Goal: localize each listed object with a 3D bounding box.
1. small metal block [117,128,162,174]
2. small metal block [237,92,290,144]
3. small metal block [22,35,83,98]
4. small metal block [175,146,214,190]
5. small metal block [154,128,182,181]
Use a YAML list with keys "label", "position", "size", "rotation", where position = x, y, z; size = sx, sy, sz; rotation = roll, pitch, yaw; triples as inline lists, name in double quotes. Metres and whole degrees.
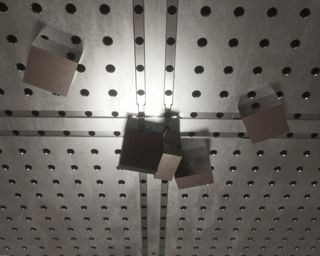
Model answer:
- label: "small metal block"
  position: [-0.027, 0.032, 0.419]
  size: [0.050, 0.050, 0.025]
  rotation: [11, 159, -10]
- label: "small metal block"
  position: [0.136, -0.012, 0.404]
  size: [0.050, 0.025, 0.050]
  rotation: [-21, 127, 17]
- label: "small metal block"
  position: [-0.122, -0.069, 0.351]
  size: [0.050, 0.025, 0.050]
  rotation: [20, 127, -17]
- label: "small metal block"
  position: [0.047, 0.057, 0.444]
  size: [0.050, 0.050, 0.025]
  rotation: [-13, 129, 10]
- label: "small metal block"
  position: [0.010, 0.036, 0.427]
  size: [0.025, 0.050, 0.050]
  rotation: [11, 129, -10]
